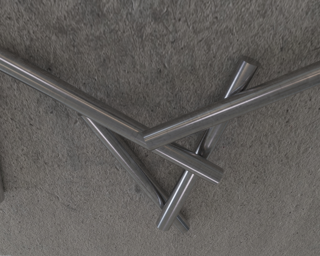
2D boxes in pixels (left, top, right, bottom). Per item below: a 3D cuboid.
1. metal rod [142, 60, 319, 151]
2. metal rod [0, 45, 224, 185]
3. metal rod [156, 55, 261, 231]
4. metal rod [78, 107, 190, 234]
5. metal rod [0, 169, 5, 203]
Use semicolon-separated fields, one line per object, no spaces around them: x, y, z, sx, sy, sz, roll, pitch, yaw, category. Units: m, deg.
0.124;-0.040;0.342;0.301;0.025;0.025;-22;128;5;metal rod
-0.053;-0.008;0.372;0.301;0.025;0.025;29;125;-13;metal rod
0.053;0.041;0.424;0.025;0.025;0.298;14;123;-12;metal rod
-0.025;0.078;0.472;0.025;0.025;0.299;-21;127;17;metal rod
-0.234;0.003;0.407;0.025;0.025;0.298;9;130;-8;metal rod
